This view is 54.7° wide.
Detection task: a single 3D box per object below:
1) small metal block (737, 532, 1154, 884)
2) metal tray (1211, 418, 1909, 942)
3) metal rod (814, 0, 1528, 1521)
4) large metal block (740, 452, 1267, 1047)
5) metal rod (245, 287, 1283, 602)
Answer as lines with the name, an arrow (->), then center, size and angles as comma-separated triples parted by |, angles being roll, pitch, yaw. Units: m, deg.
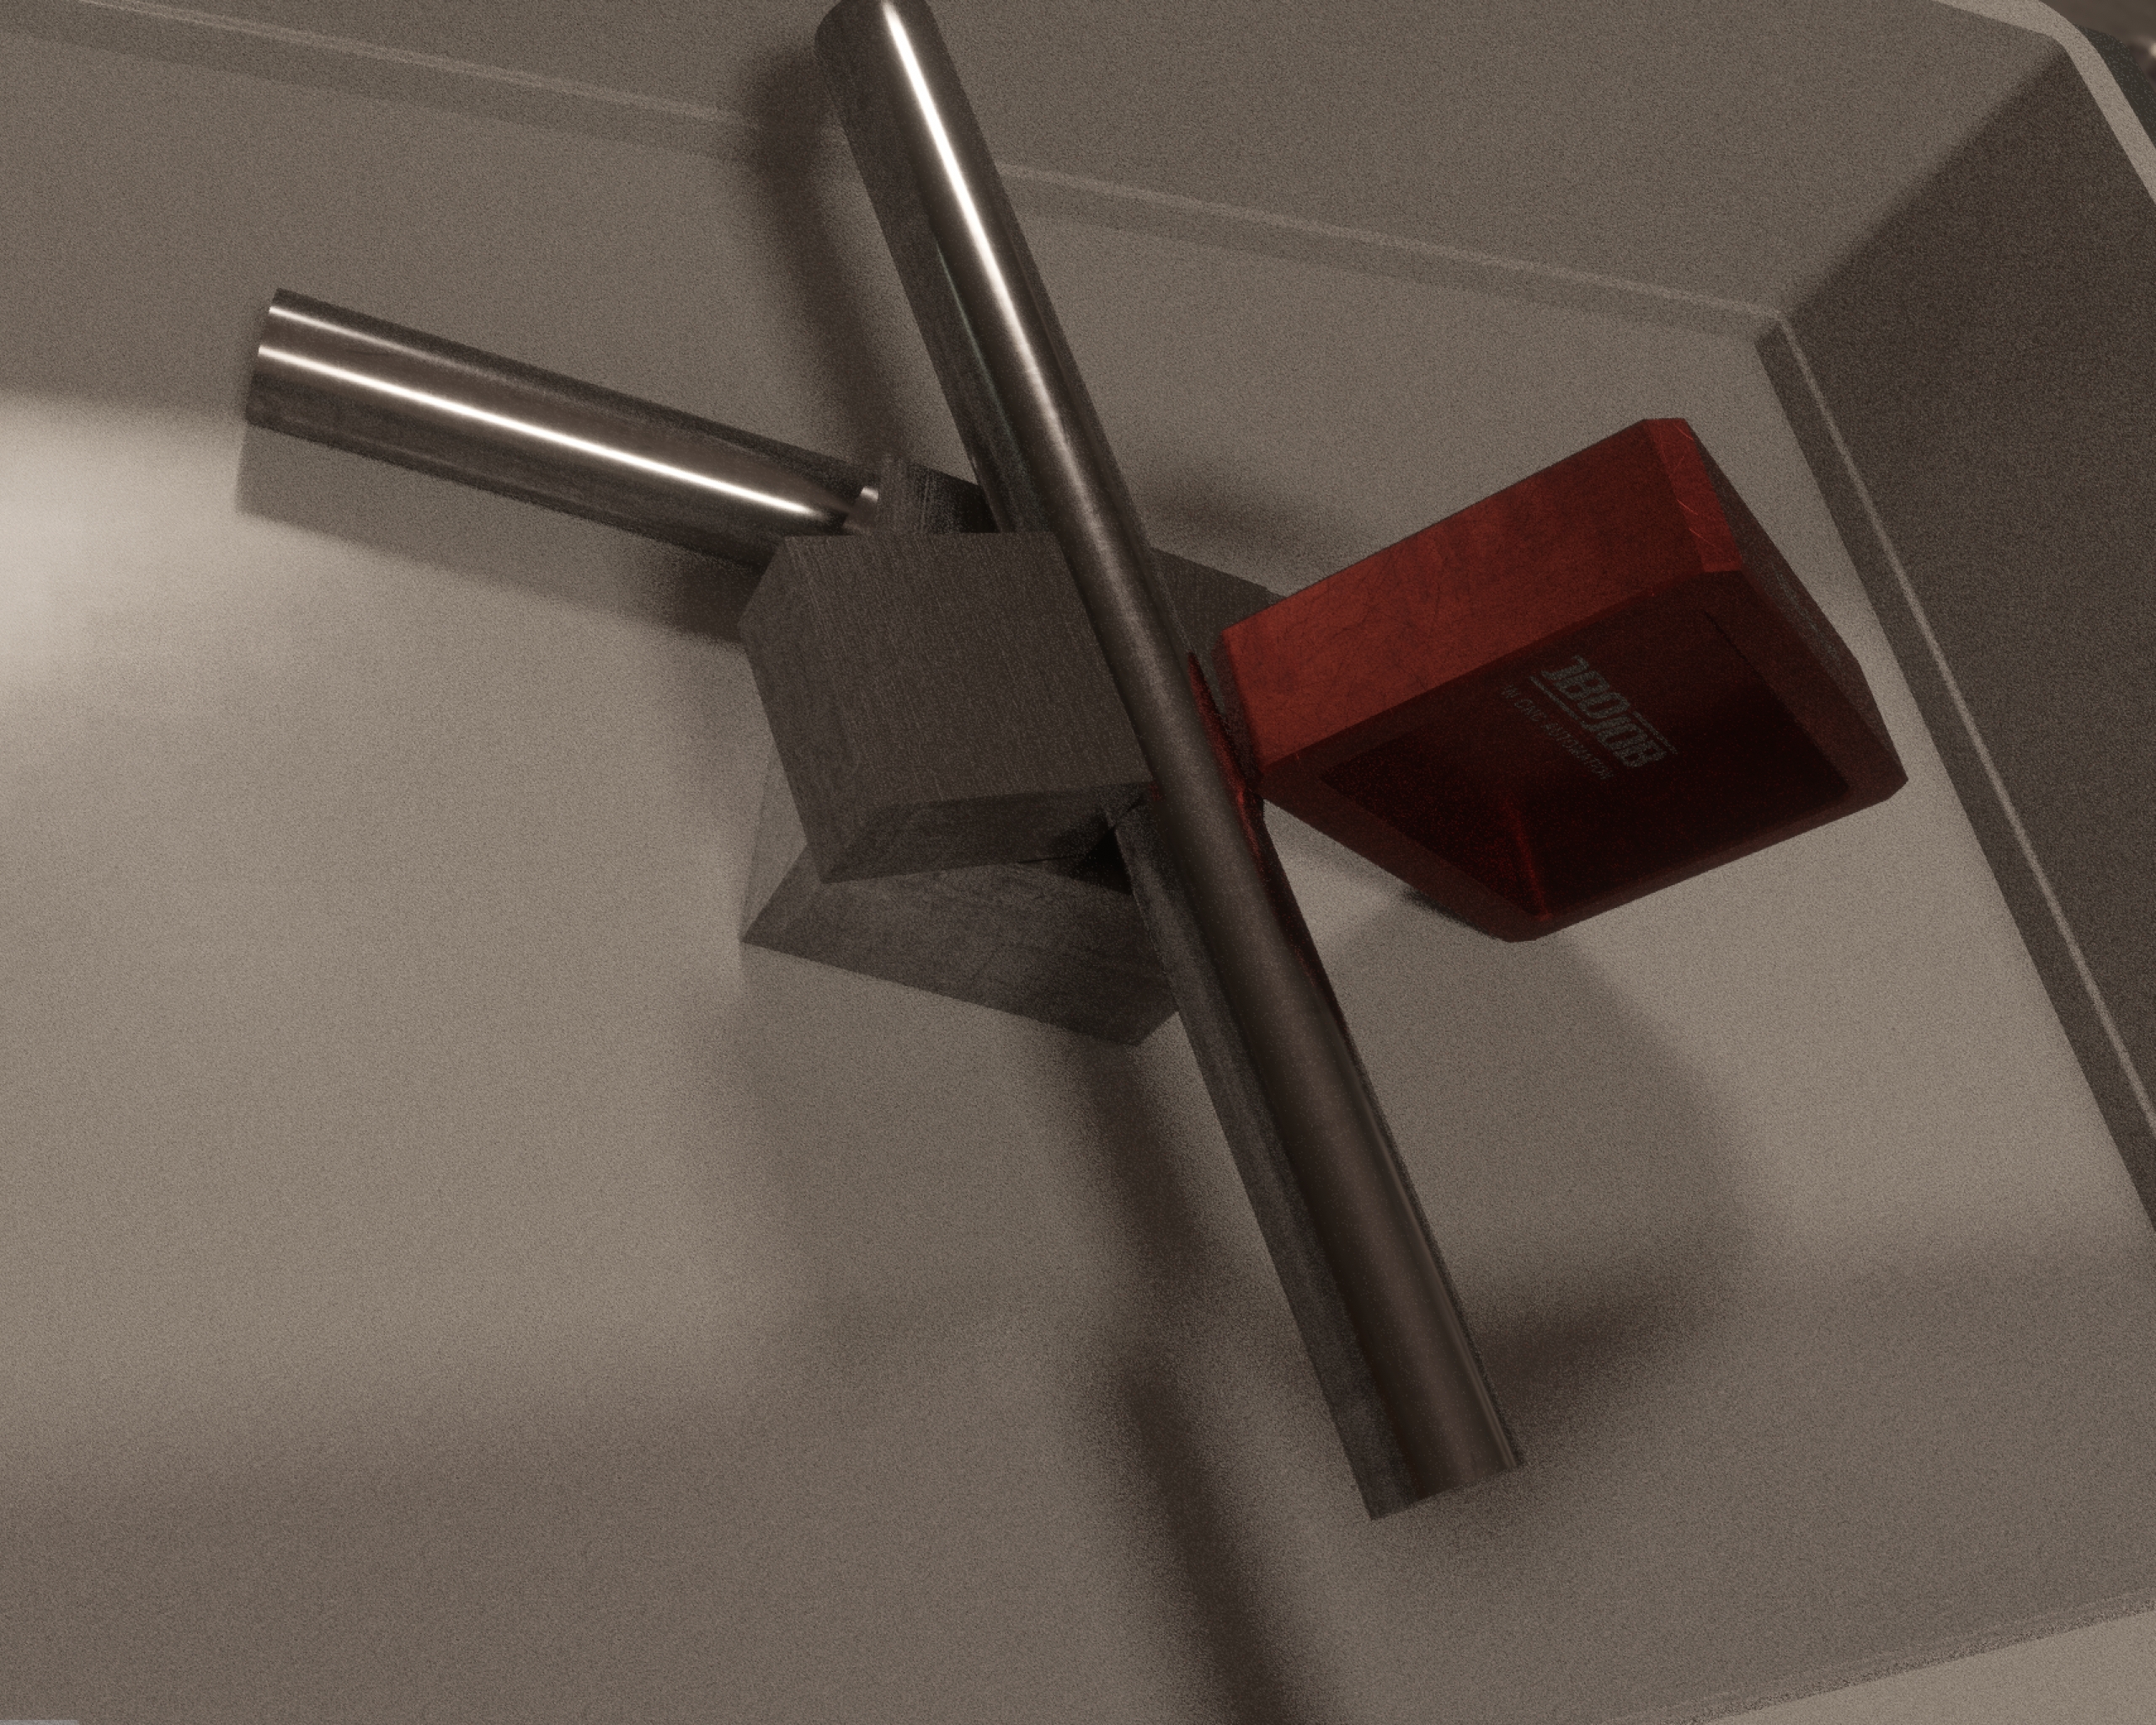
small metal block -> -0.022, -0.027, 0.345 | 0.050, 0.025, 0.050 | -7, 65, -32
metal tray -> 0.096, -0.027, 0.398 | 0.130, 0.090, 0.030 | 25, 46, -54
metal rod -> 0.007, -0.036, 0.367 | 0.025, 0.025, 0.299 | -7, 65, -32
large metal block -> -0.012, -0.020, 0.395 | 0.081, 0.050, 0.080 | 17, 55, -19
metal rod -> -0.012, -0.060, 0.436 | 0.302, 0.025, 0.025 | 14, 56, -21
